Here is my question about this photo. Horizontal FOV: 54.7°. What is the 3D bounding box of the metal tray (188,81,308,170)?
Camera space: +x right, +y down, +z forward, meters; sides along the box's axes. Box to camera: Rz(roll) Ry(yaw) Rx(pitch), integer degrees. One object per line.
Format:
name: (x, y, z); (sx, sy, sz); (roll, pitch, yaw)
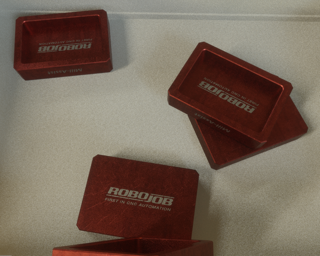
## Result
metal tray: (0.114, -0.009, 0.412); (0.131, 0.030, 0.090); (-20, 71, -8)

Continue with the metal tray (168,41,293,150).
metal tray: (0.086, -0.043, 0.391); (0.130, 0.030, 0.090); (29, 72, 9)

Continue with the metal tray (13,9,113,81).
metal tray: (-0.138, -0.121, 0.449); (0.131, 0.030, 0.090); (-6, 70, -3)

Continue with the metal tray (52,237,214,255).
metal tray: (-0.015, 0.115, 0.266); (0.090, 0.130, 0.030); (-6, 73, 25)

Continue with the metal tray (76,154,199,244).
metal tray: (-0.024, 0.088, 0.375); (0.131, 0.030, 0.090); (9, 70, 3)
